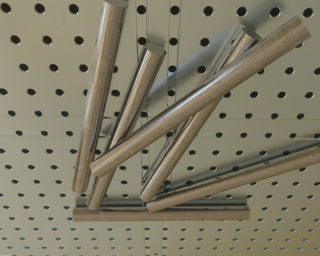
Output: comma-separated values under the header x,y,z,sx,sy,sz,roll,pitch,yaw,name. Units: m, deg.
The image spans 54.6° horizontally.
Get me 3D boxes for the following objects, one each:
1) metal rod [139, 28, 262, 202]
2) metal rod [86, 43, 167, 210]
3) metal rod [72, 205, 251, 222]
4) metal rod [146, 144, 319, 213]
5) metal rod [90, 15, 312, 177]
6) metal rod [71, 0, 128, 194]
x,y,z,sx,sy,sz,roll,pitch,yaw,name
0.037,0.005,0.415,0.025,0.025,0.298,18,128,-15,metal rod
-0.058,0.020,0.427,0.025,0.025,0.298,16,128,-13,metal rod
0.003,0.148,0.536,0.302,0.025,0.025,-1,130,0,metal rod
0.117,0.079,0.479,0.300,0.025,0.025,-21,127,16,metal rod
0.026,-0.021,0.359,0.299,0.025,0.025,-35,122,25,metal rod
-0.085,-0.015,0.397,0.025,0.025,0.298,12,129,-11,metal rod
